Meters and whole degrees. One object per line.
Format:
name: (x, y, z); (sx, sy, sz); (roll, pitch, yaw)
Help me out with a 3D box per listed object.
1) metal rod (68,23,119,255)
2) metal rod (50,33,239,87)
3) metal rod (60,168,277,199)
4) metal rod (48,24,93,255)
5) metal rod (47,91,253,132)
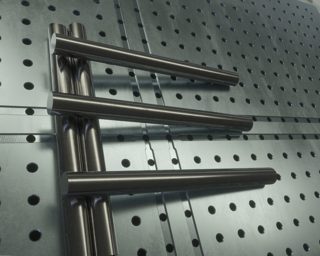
metal rod: (-0.084, -0.005, 0.366); (0.025, 0.025, 0.299); (1, 61, -28)
metal rod: (0.000, -0.091, 0.447); (0.302, 0.025, 0.025); (4, 60, -33)
metal rod: (0.036, 0.062, 0.373); (0.302, 0.025, 0.025); (4, 60, -34)
metal rod: (-0.105, 0.001, 0.351); (0.025, 0.025, 0.299); (1, 61, -28)
metal rod: (0.011, -0.016, 0.406); (0.302, 0.025, 0.025); (5, 60, -33)
